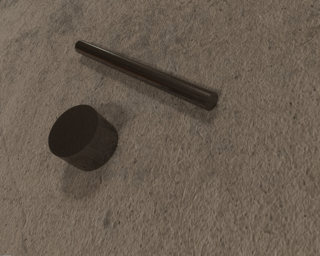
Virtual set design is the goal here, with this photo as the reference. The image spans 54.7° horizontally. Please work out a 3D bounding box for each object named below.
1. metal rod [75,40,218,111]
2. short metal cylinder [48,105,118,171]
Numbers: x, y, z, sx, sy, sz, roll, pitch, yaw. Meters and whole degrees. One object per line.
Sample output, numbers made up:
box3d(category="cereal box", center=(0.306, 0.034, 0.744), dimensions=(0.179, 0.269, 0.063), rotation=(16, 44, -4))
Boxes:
box3d(category="metal rod", center=(-0.040, -0.091, 0.478), dimensions=(0.300, 0.025, 0.025), rotation=(29, 78, 37))
box3d(category="short metal cylinder", center=(-0.106, 0.014, 0.433), dimensions=(0.080, 0.050, 0.080), rotation=(-13, 56, 20))
